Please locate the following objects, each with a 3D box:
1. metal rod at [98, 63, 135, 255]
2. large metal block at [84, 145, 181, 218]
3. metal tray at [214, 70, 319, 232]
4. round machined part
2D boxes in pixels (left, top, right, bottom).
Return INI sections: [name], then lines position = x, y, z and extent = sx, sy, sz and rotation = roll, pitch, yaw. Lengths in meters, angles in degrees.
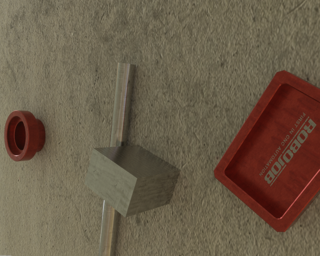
[metal rod]
position = -0.065, 0.056, 0.456
extent = 0.025, 0.025, 0.298
rotation = 11, 97, 39
[large metal block]
position = -0.035, 0.063, 0.396
extent = 0.080, 0.081, 0.050
rotation = 27, 107, 36
[metal tray]
position = 0.122, 0.022, 0.300
extent = 0.090, 0.030, 0.129
rotation = 41, 115, 32
[round machined part]
position = -0.261, 0.015, 0.605
extent = 0.098, 0.042, 0.097
rotation = 0, 90, 39
